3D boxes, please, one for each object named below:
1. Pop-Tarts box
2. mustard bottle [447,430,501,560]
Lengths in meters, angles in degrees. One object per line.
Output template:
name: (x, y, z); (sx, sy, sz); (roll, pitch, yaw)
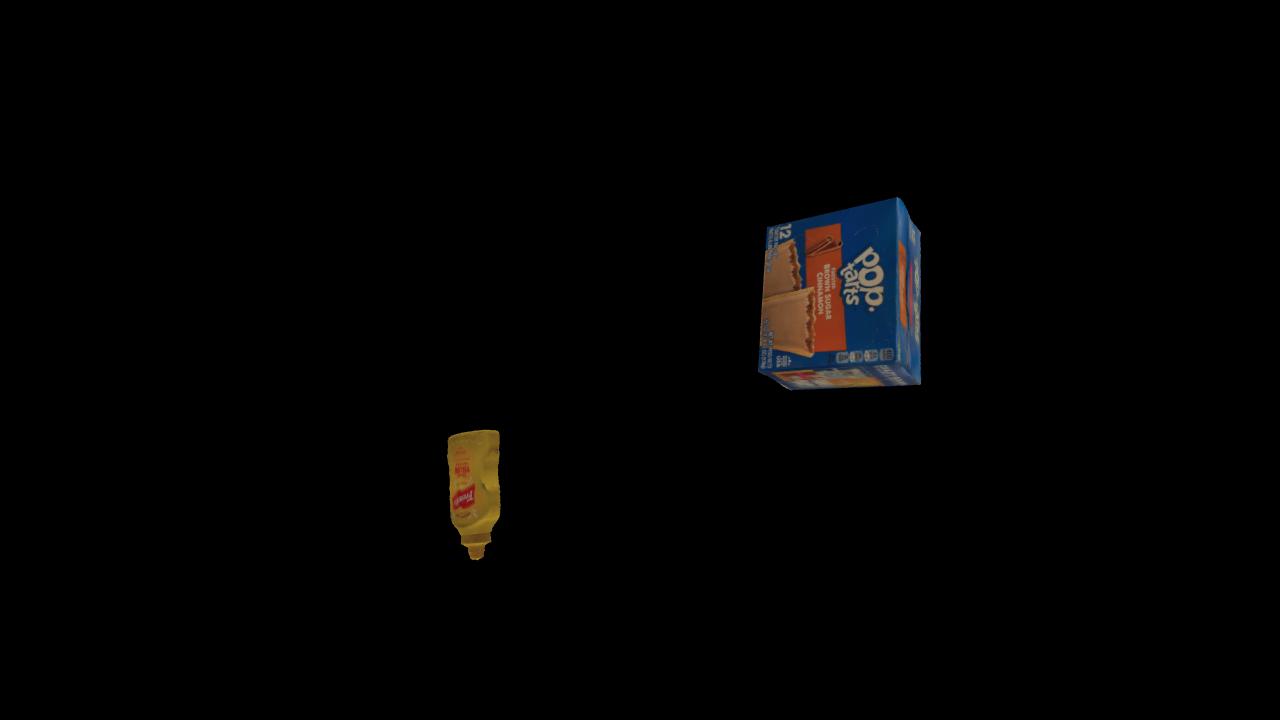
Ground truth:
Pop-Tarts box: (0.206, -0.061, 0.634); (0.141, 0.167, 0.083); (-5, -18, 38)
mustard bottle: (-0.243, 0.199, 0.907); (0.092, 0.184, 0.054); (-12, -15, 27)
